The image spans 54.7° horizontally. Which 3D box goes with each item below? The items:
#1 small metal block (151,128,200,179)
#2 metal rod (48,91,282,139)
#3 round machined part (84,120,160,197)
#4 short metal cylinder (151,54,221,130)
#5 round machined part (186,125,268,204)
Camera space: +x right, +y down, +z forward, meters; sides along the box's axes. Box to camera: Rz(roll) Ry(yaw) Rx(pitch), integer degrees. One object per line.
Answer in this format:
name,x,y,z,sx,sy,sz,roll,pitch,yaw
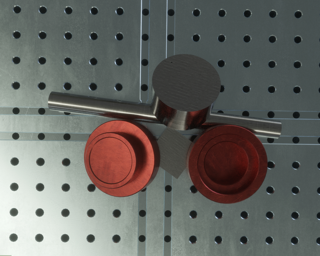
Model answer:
small metal block,0.017,0.031,0.410,0.050,0.025,0.050,36,90,0
metal rod,0.007,-0.017,0.410,0.302,0.025,0.025,7,90,0
round machined part,-0.053,0.038,0.388,0.098,0.042,0.097,0,91,18
short metal cylinder,0.030,-0.044,0.383,0.081,0.050,0.080,2,65,-3
round machined part,0.083,0.044,0.400,0.099,0.042,0.097,0,92,-3
